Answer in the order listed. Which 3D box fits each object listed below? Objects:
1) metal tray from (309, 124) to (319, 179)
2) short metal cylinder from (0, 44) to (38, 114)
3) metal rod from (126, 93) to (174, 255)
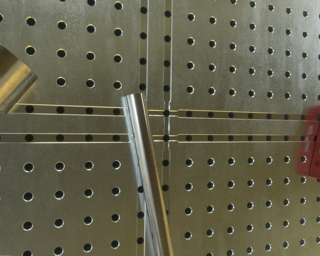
[{"bbox_3d":[0.312,0.031,0.527,0.091,0.030,0.129,17,84,-20],"label":"metal tray"},{"bbox_3d":[-0.176,-0.059,0.318,0.080,0.080,0.050,39,78,-16],"label":"short metal cylinder"},{"bbox_3d":[-0.006,0.103,0.411,0.025,0.025,0.298,-11,94,-20],"label":"metal rod"}]
